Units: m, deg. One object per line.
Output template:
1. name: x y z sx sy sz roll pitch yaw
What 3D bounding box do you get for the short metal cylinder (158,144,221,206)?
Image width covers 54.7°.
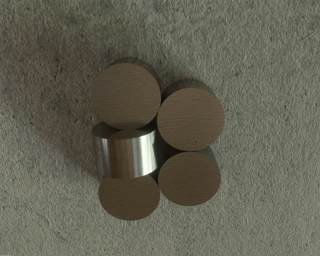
1. short metal cylinder: 0.038 0.057 0.418 0.080 0.050 0.079 0 111 1

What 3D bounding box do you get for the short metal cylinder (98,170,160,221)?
1. short metal cylinder: -0.040 0.079 0.426 0.080 0.050 0.079 0 110 1

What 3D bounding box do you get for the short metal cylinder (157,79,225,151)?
1. short metal cylinder: 0.037 -0.018 0.391 0.081 0.050 0.079 0 111 0

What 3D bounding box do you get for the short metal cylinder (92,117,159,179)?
1. short metal cylinder: -0.042 0.022 0.389 0.080 0.080 0.050 -3 110 1

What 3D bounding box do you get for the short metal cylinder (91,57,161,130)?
1. short metal cylinder: -0.039 -0.044 0.381 0.080 0.050 0.079 0 110 1
